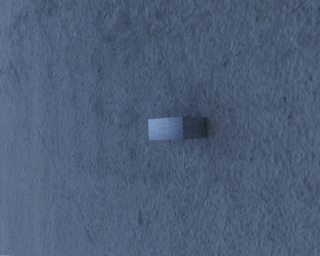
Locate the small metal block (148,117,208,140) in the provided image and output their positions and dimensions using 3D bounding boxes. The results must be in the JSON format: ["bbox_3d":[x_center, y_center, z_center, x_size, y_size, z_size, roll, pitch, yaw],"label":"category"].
[{"bbox_3d":[0.022,0.001,0.372,0.050,0.050,0.025,-3,88,40],"label":"small metal block"}]
